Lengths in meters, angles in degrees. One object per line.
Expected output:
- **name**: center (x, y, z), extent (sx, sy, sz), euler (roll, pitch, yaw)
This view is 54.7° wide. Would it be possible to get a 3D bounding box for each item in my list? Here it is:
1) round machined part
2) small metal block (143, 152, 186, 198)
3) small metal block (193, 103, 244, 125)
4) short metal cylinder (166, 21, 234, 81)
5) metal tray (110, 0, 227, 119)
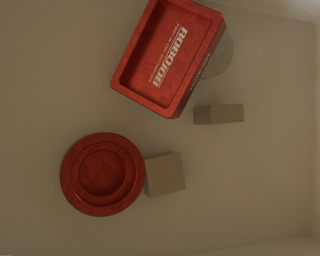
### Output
- **round machined part**: center (-0.071, 0.054, 0.376), extent (0.099, 0.042, 0.097), euler (0, 90, -21)
- **small metal block**: center (0.003, 0.061, 0.413), extent (0.050, 0.025, 0.050), euler (-10, 94, -20)
- **small metal block**: center (0.080, -0.019, 0.428), extent (0.050, 0.050, 0.025), euler (-4, 92, -20)
- **short metal cylinder**: center (0.051, -0.104, 0.417), extent (0.081, 0.050, 0.079), euler (0, 90, -20)
- **metal tray**: center (0.008, -0.086, 0.368), extent (0.090, 0.030, 0.129), euler (30, 99, 16)
